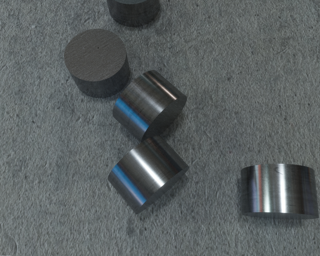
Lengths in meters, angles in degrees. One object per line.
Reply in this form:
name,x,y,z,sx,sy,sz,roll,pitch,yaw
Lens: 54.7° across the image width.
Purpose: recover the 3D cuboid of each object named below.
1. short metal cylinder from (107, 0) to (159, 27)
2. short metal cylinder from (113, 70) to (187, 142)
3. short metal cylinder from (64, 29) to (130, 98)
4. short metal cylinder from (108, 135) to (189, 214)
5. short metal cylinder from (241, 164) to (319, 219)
short metal cylinder,-0.041,-0.201,0.468,0.081,0.050,0.080,0,70,0
short metal cylinder,-0.012,-0.025,0.388,0.050,0.080,0.080,43,76,14
short metal cylinder,-0.084,-0.088,0.426,0.081,0.050,0.080,0,70,0
short metal cylinder,-0.013,0.053,0.359,0.080,0.080,0.050,-39,75,-13
short metal cylinder,0.134,0.074,0.352,0.080,0.080,0.050,4,70,1
